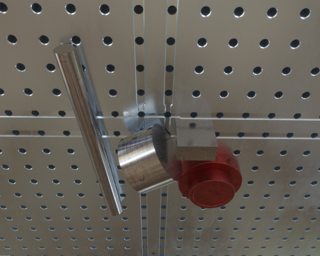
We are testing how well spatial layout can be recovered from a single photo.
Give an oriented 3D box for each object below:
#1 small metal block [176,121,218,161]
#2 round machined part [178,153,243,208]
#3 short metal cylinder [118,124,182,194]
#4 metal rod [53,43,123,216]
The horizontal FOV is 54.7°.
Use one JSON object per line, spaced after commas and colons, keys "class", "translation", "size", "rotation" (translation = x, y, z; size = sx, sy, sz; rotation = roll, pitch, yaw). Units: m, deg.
{"class": "small metal block", "translation": [0.046, 0.016, 0.410], "size": [0.050, 0.050, 0.025], "rotation": [1, 130, -1]}
{"class": "round machined part", "translation": [0.077, 0.086, 0.476], "size": [0.099, 0.042, 0.097], "rotation": [-1, 130, 0]}
{"class": "short metal cylinder", "translation": [-0.012, 0.041, 0.410], "size": [0.050, 0.080, 0.080], "rotation": [-24, 126, 19]}
{"class": "metal rod", "translation": [-0.090, 0.027, 0.432], "size": [0.025, 0.025, 0.298], "rotation": [-4, 130, 3]}
